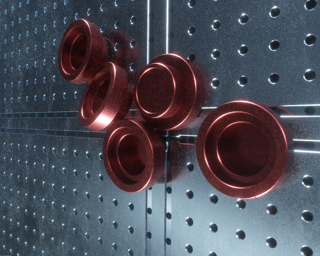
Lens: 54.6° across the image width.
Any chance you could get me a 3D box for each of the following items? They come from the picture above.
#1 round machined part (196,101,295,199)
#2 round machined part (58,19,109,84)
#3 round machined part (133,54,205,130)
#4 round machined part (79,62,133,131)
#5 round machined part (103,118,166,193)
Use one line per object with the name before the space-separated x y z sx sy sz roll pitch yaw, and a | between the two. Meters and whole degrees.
round machined part | 0.090 0.022 0.324 0.098 0.042 0.097 0 90 40
round machined part | -0.119 -0.118 0.493 0.098 0.042 0.098 -7 80 44
round machined part | 0.004 -0.046 0.396 0.098 0.042 0.097 0 90 40
round machined part | -0.074 -0.041 0.446 0.098 0.042 0.098 -31 47 41
round machined part | -0.031 0.035 0.422 0.098 0.042 0.097 5 98 40
